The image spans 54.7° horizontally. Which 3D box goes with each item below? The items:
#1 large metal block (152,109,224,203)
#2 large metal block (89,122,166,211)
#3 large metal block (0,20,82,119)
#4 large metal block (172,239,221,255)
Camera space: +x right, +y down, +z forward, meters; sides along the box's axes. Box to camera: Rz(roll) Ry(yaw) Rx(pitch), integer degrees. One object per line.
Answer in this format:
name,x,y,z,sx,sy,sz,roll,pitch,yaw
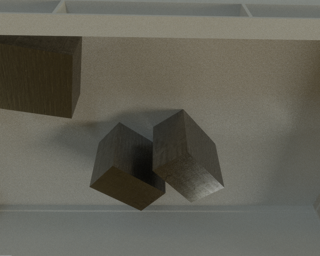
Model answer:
large metal block,0.036,0.036,0.405,0.050,0.080,0.080,-31,124,23
large metal block,-0.040,0.052,0.416,0.080,0.080,0.050,32,123,-25
large metal block,-0.132,-0.062,0.338,0.081,0.050,0.079,8,130,-8
large metal block,0.071,0.273,0.629,0.081,0.050,0.079,10,129,-9
